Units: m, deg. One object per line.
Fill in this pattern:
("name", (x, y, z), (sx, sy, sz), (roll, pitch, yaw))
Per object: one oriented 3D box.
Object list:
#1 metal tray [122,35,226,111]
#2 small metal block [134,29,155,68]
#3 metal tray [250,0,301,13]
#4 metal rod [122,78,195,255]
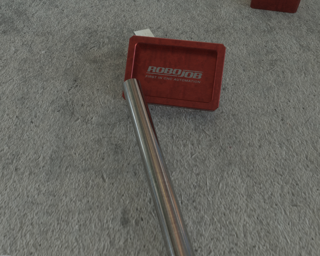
("metal tray", (0.019, -0.075, 0.430), (0.131, 0.030, 0.089), (7, 90, 5))
("small metal block", (-0.020, -0.119, 0.487), (0.025, 0.050, 0.050), (-16, 52, -14))
("metal tray", (0.241, -0.292, 0.648), (0.090, 0.030, 0.130), (10, 51, 8))
("metal rod", (0.001, 0.063, 0.330), (0.025, 0.025, 0.299), (-12, 57, -10))
